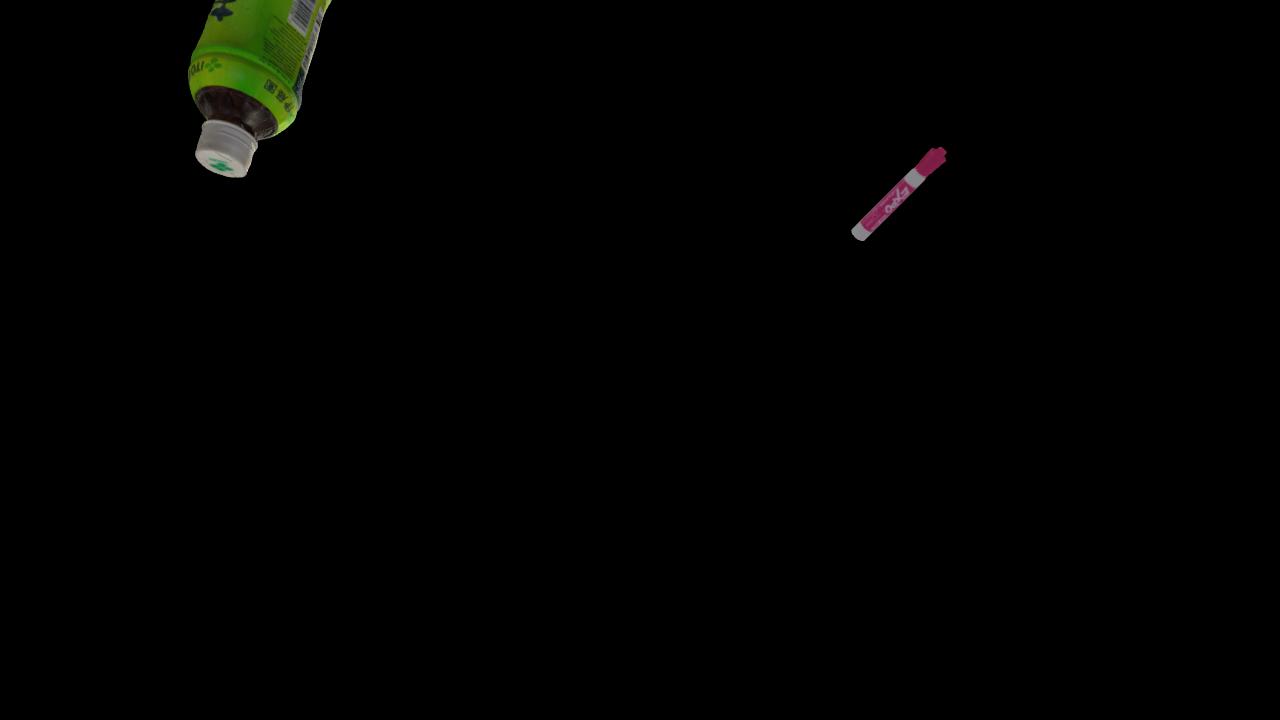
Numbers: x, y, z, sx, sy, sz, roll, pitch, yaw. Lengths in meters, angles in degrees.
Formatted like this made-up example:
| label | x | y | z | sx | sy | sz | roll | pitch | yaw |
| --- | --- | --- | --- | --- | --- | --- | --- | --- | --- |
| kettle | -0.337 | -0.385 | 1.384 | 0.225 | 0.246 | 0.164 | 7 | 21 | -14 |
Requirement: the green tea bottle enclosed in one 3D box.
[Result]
| label | x | y | z | sx | sy | sz | roll | pitch | yaw |
| --- | --- | --- | --- | --- | --- | --- | --- | --- | --- |
| green tea bottle | -0.278 | -0.230 | 0.451 | 0.073 | 0.212 | 0.073 | 1 | -21 | 0 |

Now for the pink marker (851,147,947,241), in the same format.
| label | x | y | z | sx | sy | sz | roll | pitch | yaw |
| --- | --- | --- | --- | --- | --- | --- | --- | --- | --- |
| pink marker | 0.267 | -0.171 | 0.637 | 0.020 | 0.020 | 0.121 | 0 | -33 | -31 |
